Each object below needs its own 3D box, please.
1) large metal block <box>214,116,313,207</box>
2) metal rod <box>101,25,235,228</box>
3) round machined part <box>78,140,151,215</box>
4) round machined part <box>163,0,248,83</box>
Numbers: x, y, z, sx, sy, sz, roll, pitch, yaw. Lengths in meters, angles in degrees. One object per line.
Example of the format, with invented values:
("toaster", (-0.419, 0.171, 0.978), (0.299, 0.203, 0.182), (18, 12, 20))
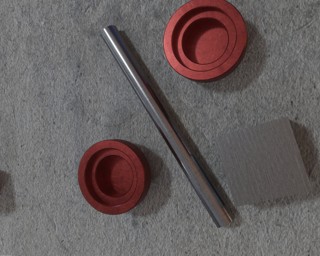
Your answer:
("large metal block", (0.117, 0.037, 0.355), (0.080, 0.050, 0.080), (-18, 84, 19))
("metal rod", (0.005, -0.010, 0.407), (0.025, 0.025, 0.299), (-34, 79, 17))
("round machined part", (-0.058, 0.064, 0.420), (0.098, 0.042, 0.097), (0, 90, 20))
("round machined part", (0.057, -0.104, 0.380), (0.098, 0.042, 0.097), (0, 90, 20))
